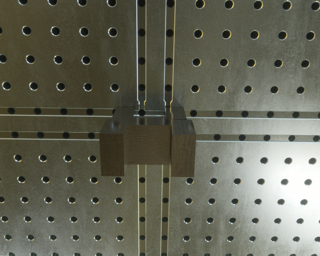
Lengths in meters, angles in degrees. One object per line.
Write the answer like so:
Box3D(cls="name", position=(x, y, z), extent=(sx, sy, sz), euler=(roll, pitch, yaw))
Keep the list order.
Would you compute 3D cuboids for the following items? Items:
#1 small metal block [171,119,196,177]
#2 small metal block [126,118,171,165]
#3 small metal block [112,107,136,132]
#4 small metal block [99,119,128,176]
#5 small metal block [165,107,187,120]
Box3D(cls="small metal block", position=(0.025, 0.022, 0.354), extent=(0.025, 0.050, 0.050), euler=(1, 110, 0))
Box3D(cls="small metal block", position=(-0.013, 0.016, 0.366), extent=(0.050, 0.025, 0.050), euler=(1, 110, -1))
Box3D(cls="small metal block", position=(-0.046, 0.004, 0.400), extent=(0.025, 0.050, 0.050), euler=(1, 110, -1))
Box3D(cls="small metal block", position=(-0.051, 0.021, 0.353), extent=(0.025, 0.050, 0.050), euler=(1, 110, 0))
Box3D(cls="small metal block", position=(0.020, 0.004, 0.401), extent=(0.025, 0.050, 0.050), euler=(-1, 110, 0))
